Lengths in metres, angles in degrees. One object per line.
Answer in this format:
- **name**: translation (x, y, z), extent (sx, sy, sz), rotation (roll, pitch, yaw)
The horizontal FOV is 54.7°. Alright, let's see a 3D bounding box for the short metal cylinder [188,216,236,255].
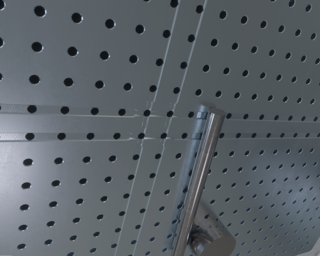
- **short metal cylinder**: translation (0.094, 0.213, 0.578), extent (0.081, 0.050, 0.079), rotation (-14, 124, -21)

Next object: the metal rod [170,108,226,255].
- **metal rod**: translation (0.056, 0.107, 0.508), extent (0.025, 0.025, 0.298), rotation (-4, 120, -27)
